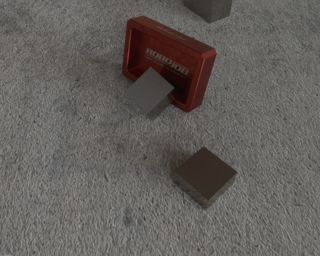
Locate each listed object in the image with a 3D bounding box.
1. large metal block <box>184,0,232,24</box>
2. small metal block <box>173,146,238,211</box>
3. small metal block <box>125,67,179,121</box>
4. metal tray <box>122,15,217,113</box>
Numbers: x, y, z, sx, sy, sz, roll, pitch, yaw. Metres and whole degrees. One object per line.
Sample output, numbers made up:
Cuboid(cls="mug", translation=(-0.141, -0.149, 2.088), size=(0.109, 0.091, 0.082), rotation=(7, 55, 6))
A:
Cuboid(cls="large metal block", translation=(0.092, -0.259, 0.586), size=(0.050, 0.080, 0.080), rotation=(-27, 55, -21))
Cuboid(cls="small metal block", translation=(0.051, 0.057, 0.356), size=(0.050, 0.025, 0.050), rotation=(-36, 59, -27))
Cuboid(cls="small metal block", translation=(-0.011, -0.047, 0.428), size=(0.050, 0.025, 0.050), rotation=(-45, 65, -1))
Cuboid(cls="metal tray", translation=(0.007, -0.090, 0.433), size=(0.130, 0.089, 0.030), rotation=(33, 43, 24))
